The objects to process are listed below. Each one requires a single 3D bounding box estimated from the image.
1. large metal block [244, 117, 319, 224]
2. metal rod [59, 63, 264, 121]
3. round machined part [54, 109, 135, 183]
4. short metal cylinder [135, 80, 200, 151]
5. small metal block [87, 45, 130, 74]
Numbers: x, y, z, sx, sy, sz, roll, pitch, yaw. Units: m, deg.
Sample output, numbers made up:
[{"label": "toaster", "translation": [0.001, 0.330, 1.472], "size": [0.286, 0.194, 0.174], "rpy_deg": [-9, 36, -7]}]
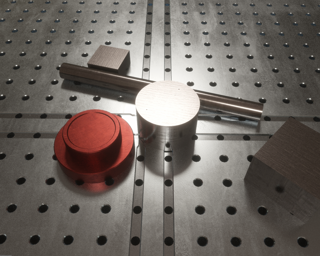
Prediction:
[{"label": "large metal block", "translation": [0.158, 0.045, 0.355], "size": [0.080, 0.050, 0.080], "rpy_deg": [37, 59, 26]}, {"label": "metal rod", "translation": [-0.005, -0.055, 0.453], "size": [0.301, 0.025, 0.025], "rpy_deg": [13, 51, 10]}, {"label": "round machined part", "translation": [-0.081, 0.015, 0.383], "size": [0.099, 0.042, 0.098], "rpy_deg": [0, 50, 0]}, {"label": "short metal cylinder", "translation": [0.010, -0.017, 0.406], "size": [0.081, 0.050, 0.080], "rpy_deg": [0, 50, 0]}, {"label": "small metal block", "translation": [-0.080, -0.104, 0.494], "size": [0.050, 0.025, 0.050], "rpy_deg": [13, 51, 10]}]
